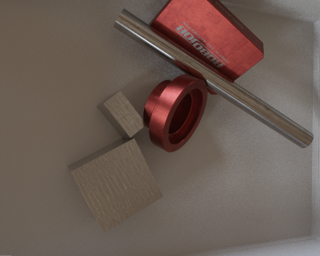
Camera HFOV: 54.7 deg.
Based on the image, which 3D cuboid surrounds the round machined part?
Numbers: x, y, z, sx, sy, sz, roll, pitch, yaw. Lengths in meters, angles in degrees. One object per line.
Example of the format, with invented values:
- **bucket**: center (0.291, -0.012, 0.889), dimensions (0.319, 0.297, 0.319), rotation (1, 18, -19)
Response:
- **round machined part**: center (0.016, -0.022, 0.390), dimensions (0.042, 0.098, 0.098), rotation (27, 78, 26)

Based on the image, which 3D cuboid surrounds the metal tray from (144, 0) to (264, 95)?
- **metal tray**: center (0.056, -0.112, 0.398), dimensions (0.130, 0.090, 0.030), rotation (37, 40, -17)

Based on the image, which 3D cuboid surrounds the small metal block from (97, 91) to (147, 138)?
- **small metal block**: center (-0.048, -0.016, 0.380), dimensions (0.025, 0.050, 0.050), rotation (-40, 103, -15)

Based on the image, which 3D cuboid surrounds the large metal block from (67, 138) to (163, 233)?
- **large metal block**: center (-0.055, 0.065, 0.378), dimensions (0.081, 0.050, 0.080), rotation (-28, 100, -18)

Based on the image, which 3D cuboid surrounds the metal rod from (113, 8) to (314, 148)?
- **metal rod**: center (0.078, -0.057, 0.401), dimensions (0.301, 0.025, 0.025), rotation (30, 80, -12)
